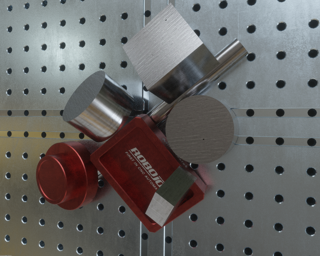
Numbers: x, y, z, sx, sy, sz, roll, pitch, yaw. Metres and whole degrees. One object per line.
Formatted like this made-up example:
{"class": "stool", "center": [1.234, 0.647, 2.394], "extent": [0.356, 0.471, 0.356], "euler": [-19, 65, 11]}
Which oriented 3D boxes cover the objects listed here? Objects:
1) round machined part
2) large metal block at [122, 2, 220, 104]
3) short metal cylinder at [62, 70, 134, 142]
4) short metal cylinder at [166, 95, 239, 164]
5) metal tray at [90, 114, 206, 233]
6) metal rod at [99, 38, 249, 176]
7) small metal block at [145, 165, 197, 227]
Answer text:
{"class": "round machined part", "center": [-0.137, 0.069, 0.438], "extent": [0.098, 0.042, 0.097], "euler": [5, 99, 35]}
{"class": "large metal block", "center": [0.012, -0.090, 0.383], "extent": [0.080, 0.050, 0.080], "euler": [-39, 58, 16]}
{"class": "short metal cylinder", "center": [-0.081, -0.028, 0.406], "extent": [0.080, 0.050, 0.080], "euler": [-31, 37, 27]}
{"class": "short metal cylinder", "center": [0.053, 0.002, 0.380], "extent": [0.080, 0.050, 0.079], "euler": [0, 90, 20]}
{"class": "metal tray", "center": [-0.015, 0.058, 0.400], "extent": [0.090, 0.030, 0.130], "euler": [-39, 90, 16]}
{"class": "metal rod", "center": [-0.012, -0.009, 0.418], "extent": [0.300, 0.025, 0.025], "euler": [-39, 78, 16]}
{"class": "small metal block", "center": [0.013, 0.080, 0.363], "extent": [0.025, 0.050, 0.050], "euler": [36, 137, 14]}
